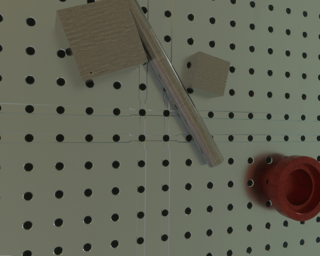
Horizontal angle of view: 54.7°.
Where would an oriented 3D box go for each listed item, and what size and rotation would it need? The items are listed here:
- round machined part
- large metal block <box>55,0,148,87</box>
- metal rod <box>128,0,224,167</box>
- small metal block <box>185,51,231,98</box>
[{"bbox_3d":[0.209,0.091,0.483,0.099,0.042,0.097,0,90,-21],"label":"round machined part"},{"bbox_3d":[-0.071,-0.103,0.373,0.081,0.050,0.080,-21,98,-19],"label":"large metal block"},{"bbox_3d":[0.007,-0.077,0.415,0.025,0.025,0.299,-34,101,-17],"label":"metal rod"},{"bbox_3d":[0.067,-0.074,0.439,0.050,0.025,0.050,14,85,-20],"label":"small metal block"}]
